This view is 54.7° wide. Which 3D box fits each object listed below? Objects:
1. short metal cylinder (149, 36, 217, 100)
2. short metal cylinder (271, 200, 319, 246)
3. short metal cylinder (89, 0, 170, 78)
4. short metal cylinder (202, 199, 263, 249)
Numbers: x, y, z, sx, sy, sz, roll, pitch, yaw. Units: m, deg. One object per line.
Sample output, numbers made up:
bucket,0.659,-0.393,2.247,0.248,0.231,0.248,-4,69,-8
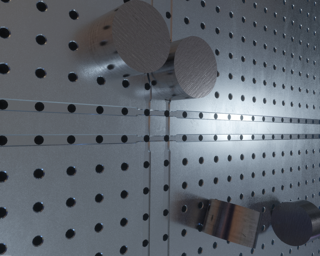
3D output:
short metal cylinder,0.032,-0.078,0.419,0.081,0.050,0.079,0,90,-40
short metal cylinder,0.263,0.180,0.594,0.050,0.080,0.080,5,87,-40
short metal cylinder,-0.035,-0.101,0.363,0.081,0.050,0.079,0,90,-40
short metal cylinder,0.108,0.142,0.463,0.080,0.080,0.050,28,73,-37
